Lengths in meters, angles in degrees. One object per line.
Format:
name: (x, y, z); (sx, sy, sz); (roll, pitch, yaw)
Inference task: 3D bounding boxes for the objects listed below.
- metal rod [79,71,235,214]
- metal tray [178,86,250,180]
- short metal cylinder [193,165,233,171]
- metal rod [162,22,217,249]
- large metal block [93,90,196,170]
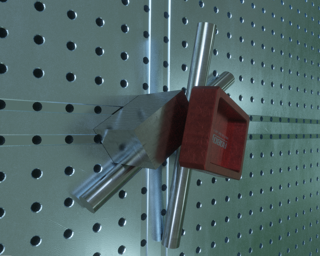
metal rod: (0.015, 0.002, 0.424); (0.302, 0.025, 0.025); (-41, 115, -32)
metal tray: (0.072, 0.012, 0.376); (0.130, 0.030, 0.090); (25, 74, -57)
short metal cylinder: (0.072, 0.026, 0.454); (0.081, 0.050, 0.079); (0, 90, -40)
metal rod: (0.038, 0.013, 0.413); (0.025, 0.025, 0.298); (5, 96, -40)
large metal block: (-0.015, 0.000, 0.361); (0.080, 0.080, 0.050); (-41, 116, -32)
